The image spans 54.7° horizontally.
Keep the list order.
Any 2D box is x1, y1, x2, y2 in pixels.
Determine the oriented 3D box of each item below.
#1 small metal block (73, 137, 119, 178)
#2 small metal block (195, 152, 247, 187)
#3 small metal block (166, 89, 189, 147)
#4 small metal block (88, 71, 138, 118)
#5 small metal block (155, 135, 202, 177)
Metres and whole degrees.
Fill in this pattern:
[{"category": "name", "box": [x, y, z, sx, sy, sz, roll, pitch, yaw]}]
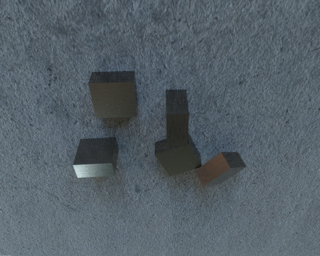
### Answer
[{"category": "small metal block", "box": [-0.086, 0.040, 0.424, 0.050, 0.050, 0.025, -3, 130, 2]}, {"category": "small metal block", "box": [0.087, 0.058, 0.442, 0.050, 0.025, 0.050, -41, 152, 29]}, {"category": "small metal block", "box": [0.020, -0.013, 0.380, 0.025, 0.050, 0.050, -1, 130, 0]}, {"category": "small metal block", "box": [-0.054, -0.040, 0.373, 0.050, 0.025, 0.050, -2, 130, 1]}, {"category": "small metal block", "box": [0.026, 0.038, 0.440, 0.050, 0.025, 0.050, -20, 128, 16]}]
